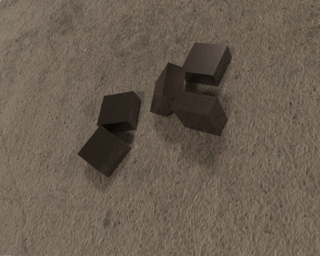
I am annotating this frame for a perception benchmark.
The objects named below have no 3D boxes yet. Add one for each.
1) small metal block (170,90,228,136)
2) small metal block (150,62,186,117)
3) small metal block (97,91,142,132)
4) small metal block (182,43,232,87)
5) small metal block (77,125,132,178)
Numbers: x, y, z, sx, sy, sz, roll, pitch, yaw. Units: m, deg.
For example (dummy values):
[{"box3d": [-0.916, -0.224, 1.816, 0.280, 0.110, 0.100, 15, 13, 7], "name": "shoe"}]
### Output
[{"box3d": [0.048, -0.018, 0.373, 0.050, 0.050, 0.025, 15, 70, 34], "name": "small metal block"}, {"box3d": [0.010, -0.050, 0.410, 0.025, 0.050, 0.050, 17, 62, -14], "name": "small metal block"}, {"box3d": [-0.058, -0.022, 0.447, 0.050, 0.025, 0.050, -6, 59, 24], "name": "small metal block"}, {"box3d": [0.063, -0.087, 0.424, 0.050, 0.025, 0.050, 15, 69, 33], "name": "small metal block"}, {"box3d": [-0.076, 0.032, 0.423, 0.050, 0.025, 0.050, 29, 77, 37], "name": "small metal block"}]
